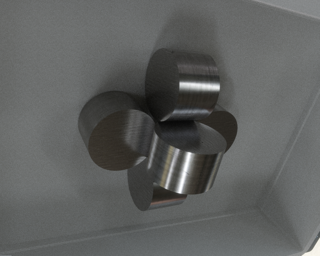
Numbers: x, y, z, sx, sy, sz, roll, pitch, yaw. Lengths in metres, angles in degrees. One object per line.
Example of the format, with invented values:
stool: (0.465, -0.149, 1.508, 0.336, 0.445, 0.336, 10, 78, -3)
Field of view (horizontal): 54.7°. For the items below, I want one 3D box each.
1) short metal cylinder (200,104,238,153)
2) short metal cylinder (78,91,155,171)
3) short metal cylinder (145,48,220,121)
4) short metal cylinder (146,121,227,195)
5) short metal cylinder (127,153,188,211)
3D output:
short metal cylinder: (0.057, 0.001, 0.421, 0.081, 0.050, 0.079, -14, 124, -21)
short metal cylinder: (-0.050, 0.003, 0.364, 0.081, 0.050, 0.079, -14, 124, -21)
short metal cylinder: (0.023, -0.048, 0.353, 0.050, 0.080, 0.079, -2, 120, -28)
short metal cylinder: (0.028, 0.029, 0.347, 0.081, 0.080, 0.050, -1, 119, -28)
short metal cylinder: (-0.004, 0.065, 0.408, 0.050, 0.080, 0.079, -2, 120, -28)
